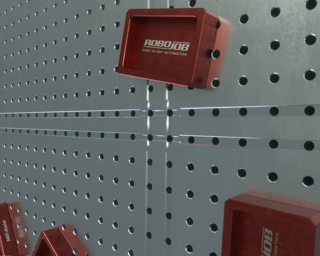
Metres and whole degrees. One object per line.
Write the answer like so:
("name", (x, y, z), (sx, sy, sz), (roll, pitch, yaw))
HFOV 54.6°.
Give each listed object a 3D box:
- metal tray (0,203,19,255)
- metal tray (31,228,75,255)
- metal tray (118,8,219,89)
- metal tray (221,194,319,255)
("metal tray", (-0.374, 0.251, 0.717), (0.090, 0.030, 0.130), (-36, 68, 34))
("metal tray", (-0.206, 0.264, 0.577), (0.090, 0.030, 0.129), (42, 115, 32))
("metal tray", (0.005, -0.105, 0.403), (0.130, 0.030, 0.089), (17, 101, 38))
("metal tray", (0.109, 0.142, 0.316), (0.090, 0.030, 0.129), (5, 93, 40))
